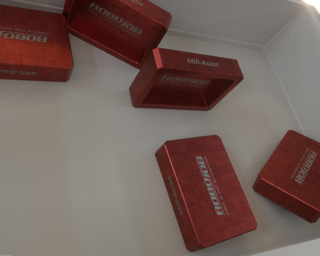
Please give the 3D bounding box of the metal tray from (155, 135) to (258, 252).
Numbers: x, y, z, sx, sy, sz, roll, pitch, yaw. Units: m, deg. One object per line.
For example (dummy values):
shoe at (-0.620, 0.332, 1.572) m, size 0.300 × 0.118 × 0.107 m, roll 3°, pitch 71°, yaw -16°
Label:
metal tray at (0.056, 0.076, 0.388) m, size 0.091 × 0.030 × 0.130 m, roll -6°, pitch 65°, yaw -31°

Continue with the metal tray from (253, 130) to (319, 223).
metal tray at (0.206, 0.064, 0.454) m, size 0.090 × 0.030 × 0.131 m, roll 30°, pitch 47°, yaw 23°

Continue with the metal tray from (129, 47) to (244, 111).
metal tray at (0.035, -0.061, 0.421) m, size 0.131 × 0.090 × 0.030 m, roll 1°, pitch 62°, yaw -28°

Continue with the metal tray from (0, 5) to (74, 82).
metal tray at (-0.177, -0.103, 0.370) m, size 0.131 × 0.030 × 0.090 m, roll -1°, pitch 63°, yaw -29°

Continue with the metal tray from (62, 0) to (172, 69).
metal tray at (-0.061, -0.144, 0.419) m, size 0.131 × 0.090 × 0.030 m, roll 26°, pitch 53°, yaw -13°
